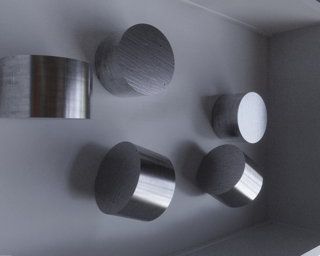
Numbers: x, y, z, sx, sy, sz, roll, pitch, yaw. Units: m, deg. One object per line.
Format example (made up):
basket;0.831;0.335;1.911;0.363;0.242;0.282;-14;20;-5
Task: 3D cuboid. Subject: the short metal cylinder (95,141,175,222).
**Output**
short metal cylinder;-0.029;0.061;0.348;0.050;0.080;0.080;25;74;-38

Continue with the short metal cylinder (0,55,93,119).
short metal cylinder;-0.103;-0.033;0.285;0.081;0.080;0.050;0;90;-40

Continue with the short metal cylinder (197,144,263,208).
short metal cylinder;0.103;0.071;0.460;0.050;0.080;0.080;38;67;-34

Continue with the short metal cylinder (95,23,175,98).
short metal cylinder;-0.029;-0.077;0.367;0.081;0.050;0.079;0;90;-40

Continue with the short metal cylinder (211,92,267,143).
short metal cylinder;0.129;-0.016;0.502;0.081;0.050;0.079;0;90;-40
